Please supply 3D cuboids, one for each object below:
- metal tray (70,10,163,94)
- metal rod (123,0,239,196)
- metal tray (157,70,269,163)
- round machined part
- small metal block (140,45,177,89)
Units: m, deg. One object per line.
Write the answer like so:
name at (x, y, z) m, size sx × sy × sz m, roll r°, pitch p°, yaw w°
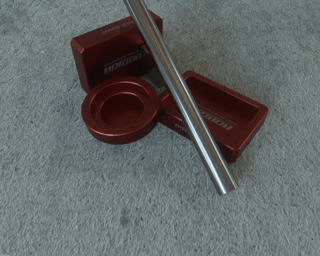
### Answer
metal tray at (-0.056, -0.107, 0.451) m, size 0.131 × 0.089 × 0.030 m, roll -30°, pitch 57°, yaw -23°
metal rod at (0.017, -0.060, 0.386) m, size 0.025 × 0.025 × 0.299 m, roll -21°, pitch 75°, yaw -17°
metal tray at (0.066, -0.021, 0.420) m, size 0.130 × 0.030 × 0.090 m, roll 31°, pitch 56°, yaw 23°
round machined part at (-0.048, -0.018, 0.403) m, size 0.099 × 0.042 × 0.098 m, roll -3°, pitch 53°, yaw 5°
small metal block at (-0.005, -0.095, 0.461) m, size 0.025 × 0.050 × 0.050 m, roll -37°, pitch 74°, yaw -24°
